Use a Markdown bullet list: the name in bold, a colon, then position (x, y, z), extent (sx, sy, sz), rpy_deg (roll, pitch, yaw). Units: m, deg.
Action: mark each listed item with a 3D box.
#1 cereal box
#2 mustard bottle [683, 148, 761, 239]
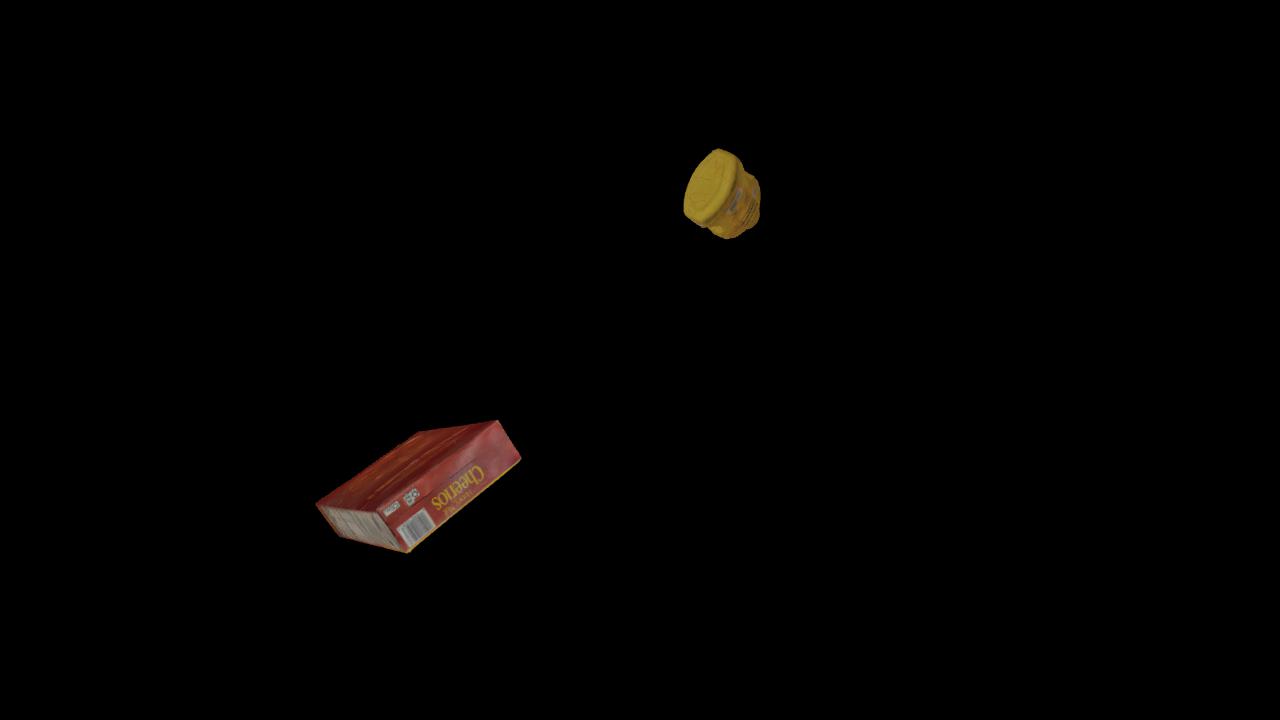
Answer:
- **cereal box**: position (-0.339, 0.183, 0.923), extent (0.306, 0.081, 0.203), rpy_deg (-14, 20, 48)
- **mustard bottle**: position (0.119, -0.204, 0.805), extent (0.054, 0.092, 0.184), rpy_deg (26, 10, 23)
